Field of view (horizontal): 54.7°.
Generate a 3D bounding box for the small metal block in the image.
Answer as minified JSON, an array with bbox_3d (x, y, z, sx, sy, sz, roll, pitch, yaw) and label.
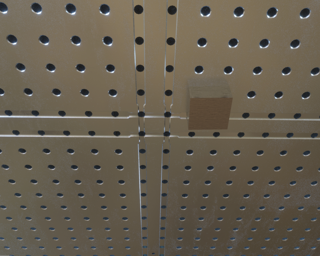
[{"bbox_3d":[0.061,-0.025,0.392,0.050,0.025,0.050,-1,130,0],"label":"small metal block"}]
